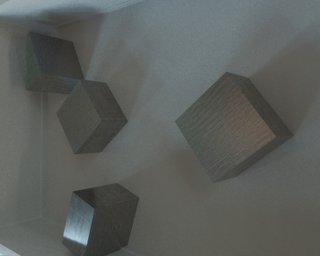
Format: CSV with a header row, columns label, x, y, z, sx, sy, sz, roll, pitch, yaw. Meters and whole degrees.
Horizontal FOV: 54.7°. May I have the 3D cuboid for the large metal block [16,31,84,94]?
label,x,y,z,sx,sy,sz,roll,pitch,yaw
large metal block,-0.185,-0.107,0.524,0.050,0.081,0.080,-32,70,35

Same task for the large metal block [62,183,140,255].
label,x,y,z,sx,sy,sz,roll,pitch,yaw
large metal block,-0.083,0.131,0.440,0.050,0.081,0.079,23,105,37

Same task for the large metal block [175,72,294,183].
label,x,y,z,sx,sy,sz,roll,pitch,yaw
large metal block,0.076,0.000,0.328,0.080,0.050,0.080,-45,63,31

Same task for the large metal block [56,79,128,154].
label,x,y,z,sx,sy,sz,roll,pitch,yaw
large metal block,-0.107,-0.016,0.479,0.080,0.050,0.080,-45,63,30
